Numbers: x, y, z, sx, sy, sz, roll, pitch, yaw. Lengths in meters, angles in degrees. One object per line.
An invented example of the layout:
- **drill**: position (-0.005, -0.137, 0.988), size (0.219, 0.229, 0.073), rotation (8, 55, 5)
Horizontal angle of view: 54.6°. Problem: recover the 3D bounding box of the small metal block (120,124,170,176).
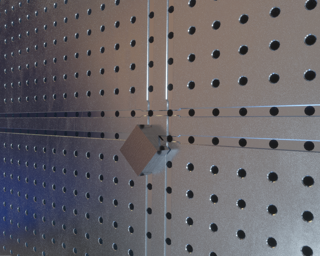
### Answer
- **small metal block**: position (-0.022, 0.030, 0.429), size (0.050, 0.025, 0.050), rotation (51, 120, 28)
